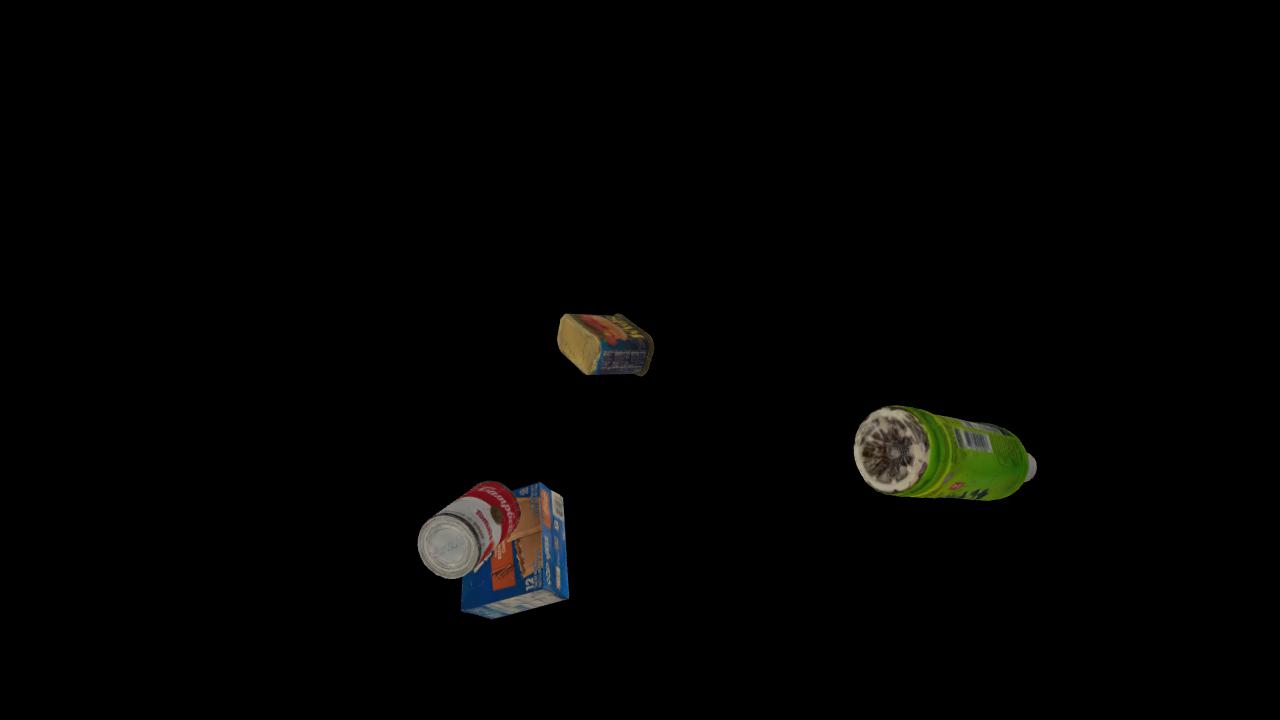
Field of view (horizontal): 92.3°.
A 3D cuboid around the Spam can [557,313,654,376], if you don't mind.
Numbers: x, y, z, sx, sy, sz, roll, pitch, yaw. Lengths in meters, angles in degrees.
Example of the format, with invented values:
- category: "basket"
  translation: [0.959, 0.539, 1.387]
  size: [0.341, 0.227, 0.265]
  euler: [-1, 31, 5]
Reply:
- category: "Spam can"
  translation: [-0.046, -0.020, 0.784]
  size: [0.085, 0.058, 0.101]
  euler: [-1, 26, -37]

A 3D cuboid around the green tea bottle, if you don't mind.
- category: "green tea bottle"
  translation: [0.274, 0.084, 0.523]
  size: [0.212, 0.073, 0.073]
  euler: [10, -5, -32]

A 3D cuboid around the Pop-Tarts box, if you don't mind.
- category: "Pop-Tarts box"
  translation: [-0.193, 0.295, 0.953]
  size: [0.141, 0.167, 0.083]
  euler: [-20, -38, 14]

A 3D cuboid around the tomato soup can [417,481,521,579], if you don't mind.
- category: "tomato soup can"
  translation: [-0.176, 0.174, 0.640]
  size: [0.068, 0.068, 0.101]
  euler: [0, 7, 13]
